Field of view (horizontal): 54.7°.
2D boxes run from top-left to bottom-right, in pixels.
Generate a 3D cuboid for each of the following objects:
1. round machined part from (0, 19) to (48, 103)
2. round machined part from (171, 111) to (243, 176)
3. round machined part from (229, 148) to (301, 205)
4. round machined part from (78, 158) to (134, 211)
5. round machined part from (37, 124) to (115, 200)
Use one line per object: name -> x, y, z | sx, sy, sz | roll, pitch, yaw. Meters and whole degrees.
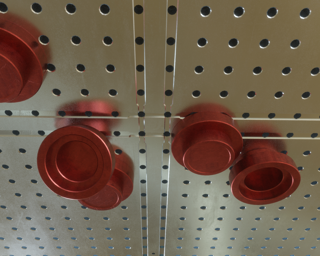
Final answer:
round machined part -> -0.180, -0.067, 0.341 | 0.099, 0.042, 0.097 | -1, 130, 0
round machined part -> 0.065, 0.028, 0.425 | 0.099, 0.042, 0.097 | -1, 130, 0
round machined part -> 0.152, 0.069, 0.461 | 0.099, 0.042, 0.097 | -1, 130, 0
round machined part -> -0.091, 0.090, 0.476 | 0.099, 0.042, 0.097 | -1, 130, 0
round machined part -> -0.108, 0.043, 0.416 | 0.099, 0.042, 0.097 | 1, 99, 4
